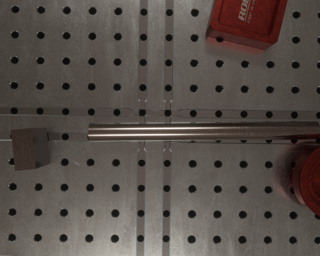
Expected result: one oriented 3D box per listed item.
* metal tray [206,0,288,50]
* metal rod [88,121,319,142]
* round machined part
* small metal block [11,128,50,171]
[{"bbox_3d":[0.121,-0.180,0.412,0.091,0.030,0.129,14,90,-1],"label":"metal tray"},{"bbox_3d":[0.058,0.004,0.414,0.302,0.025,0.025,-1,90,-1],"label":"metal rod"},{"bbox_3d":[0.223,0.068,0.408,0.099,0.042,0.097,0,90,-1],"label":"round machined part"},{"bbox_3d":[-0.165,0.026,0.399,0.025,0.050,0.050,-6,90,0],"label":"small metal block"}]
